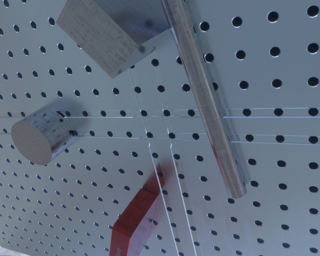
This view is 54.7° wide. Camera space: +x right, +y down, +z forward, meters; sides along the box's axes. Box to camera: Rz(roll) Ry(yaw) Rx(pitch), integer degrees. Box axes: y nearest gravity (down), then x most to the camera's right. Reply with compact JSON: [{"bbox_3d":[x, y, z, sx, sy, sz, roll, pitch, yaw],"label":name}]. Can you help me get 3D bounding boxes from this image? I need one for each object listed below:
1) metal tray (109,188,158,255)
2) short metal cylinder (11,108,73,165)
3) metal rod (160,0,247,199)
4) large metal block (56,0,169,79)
[{"bbox_3d":[-0.045,0.172,0.499,0.030,0.090,0.129,22,127,15],"label":"metal tray"},{"bbox_3d":[-0.191,0.014,0.505,0.080,0.050,0.079,13,124,21],"label":"short metal cylinder"},{"bbox_3d":[0.050,-0.044,0.357,0.025,0.025,0.299,-9,114,32],"label":"metal rod"},{"bbox_3d":[-0.046,-0.111,0.331,0.080,0.080,0.050,45,129,-3],"label":"large metal block"}]
